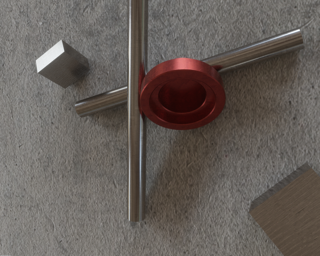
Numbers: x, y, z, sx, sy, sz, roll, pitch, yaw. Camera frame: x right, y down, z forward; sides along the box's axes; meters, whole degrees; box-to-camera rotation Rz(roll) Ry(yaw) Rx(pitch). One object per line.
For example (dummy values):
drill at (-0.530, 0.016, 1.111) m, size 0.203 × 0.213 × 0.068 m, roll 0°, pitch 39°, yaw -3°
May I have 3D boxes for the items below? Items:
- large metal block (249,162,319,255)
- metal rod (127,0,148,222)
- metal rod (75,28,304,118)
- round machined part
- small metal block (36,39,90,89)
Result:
large metal block at (0.158, 0.096, 0.340) m, size 0.080 × 0.050 × 0.080 m, roll -42°, pitch 77°, yaw 15°
metal rod at (-0.029, -0.025, 0.394) m, size 0.025 × 0.025 × 0.298 m, roll 5°, pitch 100°, yaw 19°
metal rod at (0.023, -0.065, 0.400) m, size 0.301 × 0.025 × 0.025 m, roll -15°, pitch 85°, yaw 19°
round machined part at (0.026, -0.044, 0.371) m, size 0.098 × 0.098 × 0.042 m, roll -16°, pitch 46°, yaw 19°
small metal block at (-0.137, -0.089, 0.439) m, size 0.050 × 0.050 × 0.025 m, roll -32°, pitch 57°, yaw 17°
